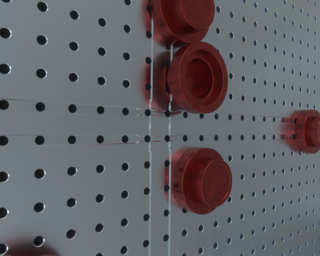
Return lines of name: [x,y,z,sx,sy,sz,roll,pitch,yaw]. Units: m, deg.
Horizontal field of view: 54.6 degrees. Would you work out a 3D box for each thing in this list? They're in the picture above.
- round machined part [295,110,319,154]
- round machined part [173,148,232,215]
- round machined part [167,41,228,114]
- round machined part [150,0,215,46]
round machined part: [0.340,0.008,0.681,0.099,0.042,0.097,0,90,-40]
round machined part: [0.069,0.078,0.454,0.099,0.042,0.097,0,90,-40]
round machined part: [0.049,-0.069,0.437,0.099,0.042,0.097,0,90,-40]
round machined part: [0.038,-0.165,0.428,0.099,0.042,0.097,0,90,-40]
